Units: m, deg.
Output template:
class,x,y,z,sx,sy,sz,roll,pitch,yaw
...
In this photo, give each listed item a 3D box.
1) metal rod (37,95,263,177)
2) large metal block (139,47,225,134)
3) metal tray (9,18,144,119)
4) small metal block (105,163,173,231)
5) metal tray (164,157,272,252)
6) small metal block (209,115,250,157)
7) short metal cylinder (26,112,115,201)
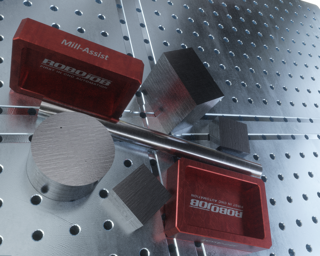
class,x,y,z,sx,sy,sz,roll,pitch,yaw
metal rod,0.002,0.019,0.397,0.302,0.025,0.025,18,55,-18
large metal block,0.026,-0.048,0.418,0.050,0.080,0.080,-20,73,-36
metal tray,-0.095,-0.059,0.350,0.131,0.090,0.030,17,55,-19
small metal block,-0.023,0.077,0.349,0.050,0.025,0.050,48,51,5
metal tray,0.073,0.096,0.384,0.131,0.030,0.090,17,55,-19
small metal block,0.101,0.015,0.453,0.050,0.025,0.050,16,55,-19
short metal cylinder,-0.093,0.030,0.322,0.081,0.050,0.080,14,56,-21
